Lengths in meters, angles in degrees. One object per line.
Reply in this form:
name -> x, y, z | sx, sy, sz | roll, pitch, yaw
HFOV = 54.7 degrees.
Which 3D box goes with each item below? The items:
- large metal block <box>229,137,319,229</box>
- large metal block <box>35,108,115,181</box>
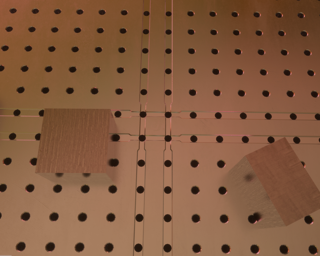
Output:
large metal block -> 0.131, 0.067, 0.360 | 0.050, 0.080, 0.080 | -24, 72, -8
large metal block -> -0.101, 0.022, 0.389 | 0.081, 0.050, 0.080 | 1, 70, 0
